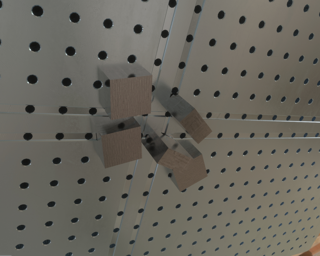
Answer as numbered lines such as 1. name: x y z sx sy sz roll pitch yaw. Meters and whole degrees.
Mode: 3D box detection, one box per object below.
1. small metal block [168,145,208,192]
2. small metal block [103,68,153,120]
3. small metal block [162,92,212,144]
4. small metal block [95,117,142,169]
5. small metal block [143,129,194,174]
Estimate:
1. small metal block: 0.041 0.062 0.474 0.050 0.025 0.050 -28 128 -11
2. small metal block: -0.038 -0.041 0.366 0.050 0.025 0.050 -11 123 -23
3. small metal block: 0.036 -0.013 0.408 0.025 0.050 0.050 -43 130 1
4. small metal block: -0.052 0.019 0.396 0.050 0.025 0.050 -14 124 -21
5. small metal block: 0.011 0.032 0.422 0.050 0.050 0.025 26 104 -38
